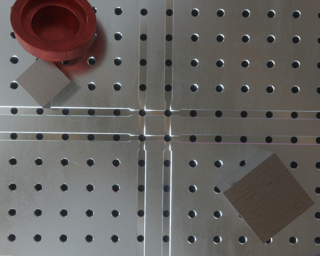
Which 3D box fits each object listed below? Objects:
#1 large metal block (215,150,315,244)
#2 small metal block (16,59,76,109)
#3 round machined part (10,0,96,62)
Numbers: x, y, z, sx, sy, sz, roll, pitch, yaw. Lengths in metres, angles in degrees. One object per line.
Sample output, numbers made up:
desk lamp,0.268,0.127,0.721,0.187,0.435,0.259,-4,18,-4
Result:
large metal block,0.133,0.086,0.403,0.080,0.050,0.080,-38,91,0
small metal block,-0.151,-0.061,0.411,0.050,0.025,0.050,-44,91,0
round machined part,-0.131,-0.126,0.392,0.099,0.042,0.098,5,69,-12
